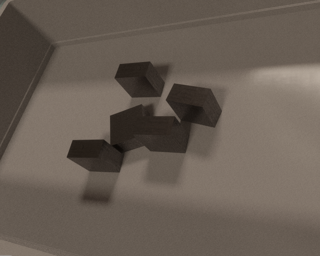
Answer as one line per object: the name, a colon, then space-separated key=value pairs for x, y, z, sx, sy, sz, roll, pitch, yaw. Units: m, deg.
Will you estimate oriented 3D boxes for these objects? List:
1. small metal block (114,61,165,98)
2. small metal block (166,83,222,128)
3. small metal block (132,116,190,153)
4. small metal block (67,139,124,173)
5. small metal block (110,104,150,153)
small metal block: x=-0.028 y=-0.068 z=0.445 sx=0.050 sy=0.050 sz=0.025 roll=2 pitch=63 yaw=28
small metal block: x=0.043 y=-0.028 z=0.383 sx=0.050 sy=0.050 sz=0.025 roll=14 pitch=69 yaw=33
small metal block: x=0.002 y=0.009 z=0.382 sx=0.050 sy=0.050 sz=0.025 roll=1 pitch=63 yaw=28
small metal block: x=-0.084 y=0.038 z=0.409 sx=0.050 sy=0.050 sz=0.025 roll=-2 pitch=61 yaw=27
small metal block: x=-0.040 y=0.001 z=0.424 sx=0.050 sy=0.025 sz=0.050 roll=-19 pitch=54 yaw=17
